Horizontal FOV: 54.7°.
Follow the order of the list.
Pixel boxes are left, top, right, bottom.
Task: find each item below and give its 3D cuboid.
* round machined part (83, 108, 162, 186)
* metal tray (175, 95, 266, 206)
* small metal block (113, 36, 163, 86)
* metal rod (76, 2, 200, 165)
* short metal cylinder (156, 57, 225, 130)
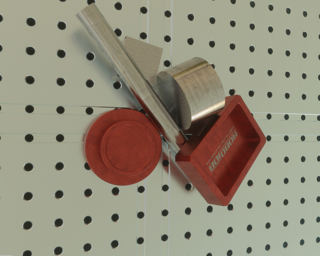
[{"bbox_3d":[-0.043,0.024,0.387,0.099,0.042,0.097,0,90,-21],"label":"round machined part"},{"bbox_3d":[0.088,0.028,0.421,0.130,0.030,0.090,-49,113,-29],"label":"metal tray"},{"bbox_3d":[-0.029,-0.085,0.403,0.050,0.025,0.050,14,85,-20],"label":"small metal block"},{"bbox_3d":[-0.001,-0.018,0.395,0.025,0.025,0.299,-42,111,-15],"label":"metal rod"},{"bbox_3d":[0.038,-0.044,0.398,0.050,0.080,0.080,-27,99,-18],"label":"short metal cylinder"}]
